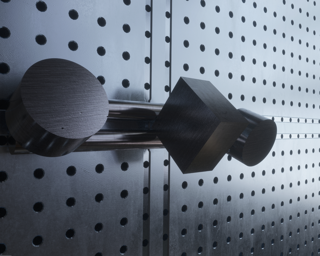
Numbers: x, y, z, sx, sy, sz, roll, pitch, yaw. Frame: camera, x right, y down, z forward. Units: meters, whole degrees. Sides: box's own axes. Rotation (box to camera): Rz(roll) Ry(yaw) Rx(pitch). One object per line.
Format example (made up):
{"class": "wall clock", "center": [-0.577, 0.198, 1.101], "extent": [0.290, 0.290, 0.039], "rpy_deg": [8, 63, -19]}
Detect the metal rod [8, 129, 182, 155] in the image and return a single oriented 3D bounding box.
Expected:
{"class": "metal rod", "center": [-0.024, 0.014, 0.389], "extent": [0.302, 0.025, 0.025], "rpy_deg": [1, 90, -40]}

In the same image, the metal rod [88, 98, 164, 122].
{"class": "metal rod", "center": [0.034, -0.020, 0.437], "extent": [0.302, 0.025, 0.025], "rpy_deg": [1, 90, -40]}

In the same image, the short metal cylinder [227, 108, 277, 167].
{"class": "short metal cylinder", "center": [0.139, 0.014, 0.492], "extent": [0.081, 0.050, 0.079], "rpy_deg": [-19, 123, -31]}

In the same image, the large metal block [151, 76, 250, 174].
{"class": "large metal block", "center": [0.044, -0.003, 0.372], "extent": [0.050, 0.080, 0.079], "rpy_deg": [1, 132, -40]}

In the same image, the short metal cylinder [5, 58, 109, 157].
{"class": "short metal cylinder", "center": [-0.096, -0.018, 0.293], "extent": [0.080, 0.050, 0.080], "rpy_deg": [20, 56, -31]}
